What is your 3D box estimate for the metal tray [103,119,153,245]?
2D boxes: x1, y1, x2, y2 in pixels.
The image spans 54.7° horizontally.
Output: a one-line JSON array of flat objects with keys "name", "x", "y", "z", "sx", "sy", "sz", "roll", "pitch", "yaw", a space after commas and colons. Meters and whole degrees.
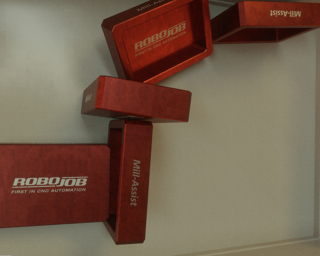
[{"name": "metal tray", "x": -0.041, "y": 0.056, "z": 0.360, "sx": 0.030, "sy": 0.090, "sz": 0.129, "roll": 4, "pitch": 89, "yaw": -20}]

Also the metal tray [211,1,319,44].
[{"name": "metal tray", "x": 0.141, "y": -0.143, "z": 0.427, "sx": 0.131, "sy": 0.090, "sz": 0.030, "roll": -7, "pitch": 93, "yaw": -20}]

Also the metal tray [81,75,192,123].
[{"name": "metal tray", "x": -0.033, "y": -0.026, "z": 0.342, "sx": 0.091, "sy": 0.130, "sz": 0.030, "roll": 8, "pitch": 88, "yaw": -20}]

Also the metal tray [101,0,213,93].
[{"name": "metal tray", "x": 0.003, "y": -0.111, "z": 0.385, "sx": 0.131, "sy": 0.030, "sz": 0.090, "roll": -30, "pitch": 133, "yaw": -17}]

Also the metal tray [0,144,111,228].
[{"name": "metal tray", "x": -0.125, "y": 0.063, "z": 0.356, "sx": 0.131, "sy": 0.030, "sz": 0.089, "roll": 1, "pitch": 90, "yaw": -15}]
